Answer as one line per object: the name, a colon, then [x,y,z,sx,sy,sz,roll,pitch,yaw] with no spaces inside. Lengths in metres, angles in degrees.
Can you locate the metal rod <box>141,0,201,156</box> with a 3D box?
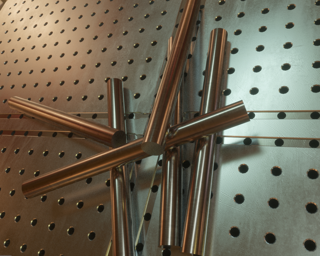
metal rod: [0.024,-0.093,0.416,0.025,0.025,0.300,-6,47,25]

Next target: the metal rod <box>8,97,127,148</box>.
metal rod: [-0.162,-0.016,0.486,0.300,0.025,0.025,16,70,40]

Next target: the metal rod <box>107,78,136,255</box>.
metal rod: [-0.053,0.052,0.405,0.025,0.025,0.300,-20,54,16]

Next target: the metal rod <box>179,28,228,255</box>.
metal rod: [0.059,-0.004,0.380,0.025,0.025,0.300,-3,60,27]

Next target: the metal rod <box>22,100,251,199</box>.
metal rod: [-0.041,0.032,0.377,0.300,0.025,0.025,-21,54,16]

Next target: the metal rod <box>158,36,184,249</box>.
metal rod: [0.018,-0.004,0.401,0.025,0.025,0.300,-11,57,23]
